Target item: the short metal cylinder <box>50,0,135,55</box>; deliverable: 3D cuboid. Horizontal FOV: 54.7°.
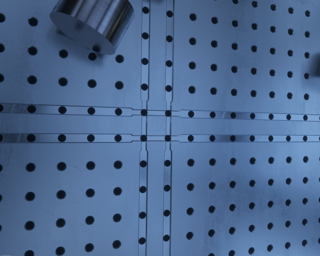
[{"bbox_3d":[-0.076,-0.128,0.355,0.080,0.080,0.050,28,81,-18],"label":"short metal cylinder"}]
